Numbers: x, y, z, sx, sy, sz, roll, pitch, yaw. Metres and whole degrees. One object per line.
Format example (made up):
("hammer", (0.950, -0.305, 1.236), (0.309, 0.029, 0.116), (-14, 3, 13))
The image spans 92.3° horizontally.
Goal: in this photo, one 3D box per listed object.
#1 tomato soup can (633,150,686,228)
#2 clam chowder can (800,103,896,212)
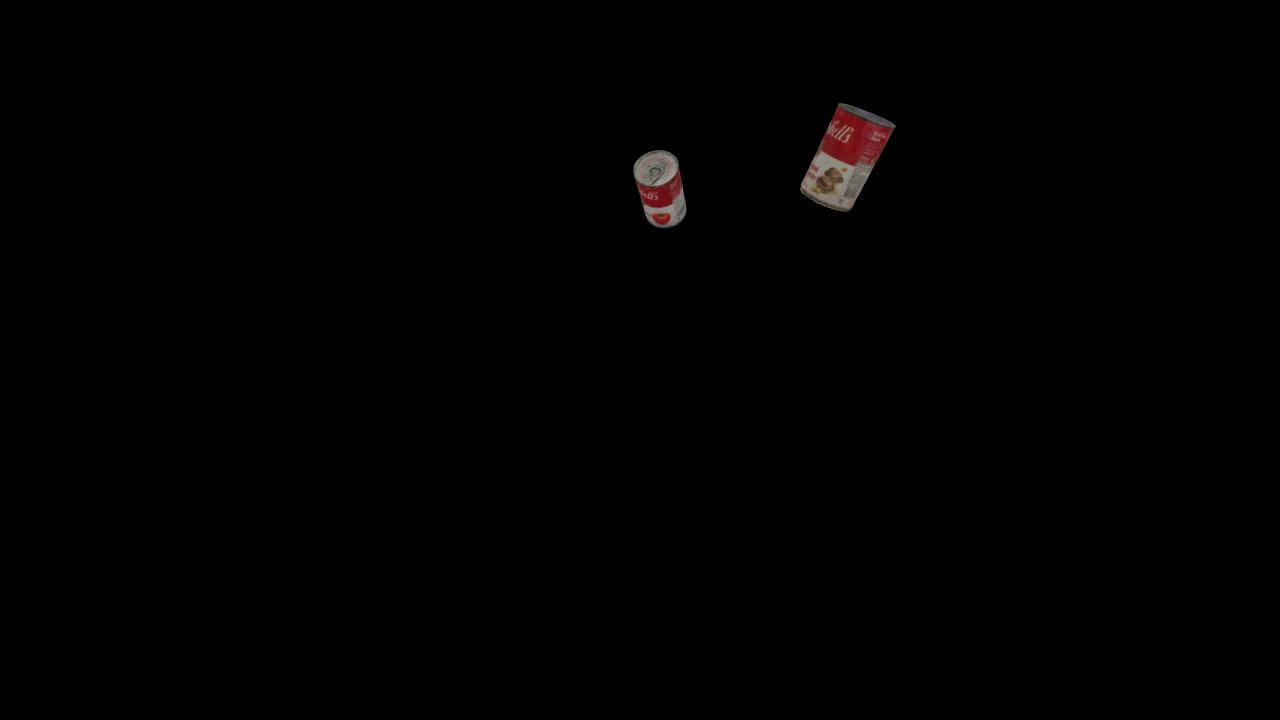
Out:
("tomato soup can", (0.032, -0.255, 0.928), (0.068, 0.068, 0.101), (0, -25, 12))
("clam chowder can", (0.235, -0.231, 0.705), (0.068, 0.102, 0.068), (15, 32, -10))
